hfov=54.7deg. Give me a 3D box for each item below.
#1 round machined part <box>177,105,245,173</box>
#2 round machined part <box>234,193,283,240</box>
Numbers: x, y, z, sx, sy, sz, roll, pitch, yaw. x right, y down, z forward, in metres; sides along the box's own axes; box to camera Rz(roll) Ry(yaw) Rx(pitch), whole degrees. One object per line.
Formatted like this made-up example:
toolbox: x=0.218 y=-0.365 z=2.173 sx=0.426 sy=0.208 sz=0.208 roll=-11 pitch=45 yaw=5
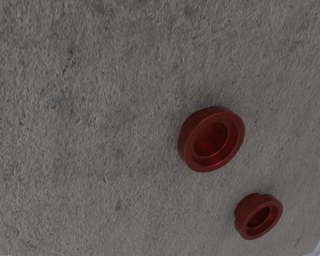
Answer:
round machined part: x=0.067 y=0.012 z=0.440 sx=0.099 sy=0.042 sz=0.097 roll=-14 pitch=124 yaw=-21
round machined part: x=0.184 y=0.165 z=0.598 sx=0.099 sy=0.042 sz=0.097 roll=-14 pitch=124 yaw=-21
